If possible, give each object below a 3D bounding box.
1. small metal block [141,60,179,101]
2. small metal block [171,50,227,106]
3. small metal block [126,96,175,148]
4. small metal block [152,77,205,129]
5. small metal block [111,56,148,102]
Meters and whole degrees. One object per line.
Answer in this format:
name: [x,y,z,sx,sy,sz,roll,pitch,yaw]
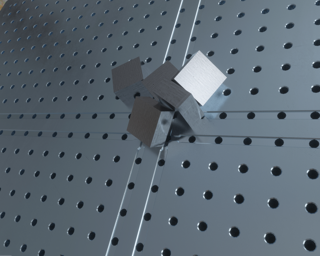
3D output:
small metal block: [0.009,-0.062,0.442,0.050,0.025,0.050,-39,51,2]
small metal block: [0.049,-0.063,0.402,0.050,0.050,0.025,-49,10,-10]
small metal block: [-0.013,-0.009,0.406,0.050,0.025,0.050,33,115,38]
small metal block: [0.024,-0.032,0.400,0.025,0.050,0.050,-47,51,-4]
small metal block: [-0.045,-0.076,0.480,0.050,0.025,0.050,-22,53,15]
